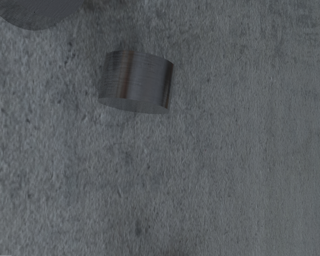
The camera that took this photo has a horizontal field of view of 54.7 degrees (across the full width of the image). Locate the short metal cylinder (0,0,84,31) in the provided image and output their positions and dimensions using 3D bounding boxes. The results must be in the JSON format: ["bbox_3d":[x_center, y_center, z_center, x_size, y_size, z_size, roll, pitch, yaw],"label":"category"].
[{"bbox_3d":[-0.117,-0.138,0.291,0.081,0.050,0.079,0,90,-40],"label":"short metal cylinder"}]

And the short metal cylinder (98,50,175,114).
[{"bbox_3d":[-0.026,-0.048,0.349,0.081,0.080,0.050,14,82,-40],"label":"short metal cylinder"}]
